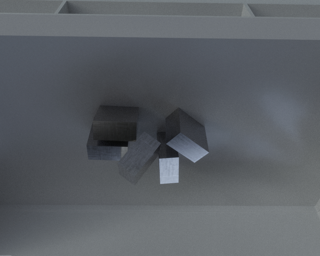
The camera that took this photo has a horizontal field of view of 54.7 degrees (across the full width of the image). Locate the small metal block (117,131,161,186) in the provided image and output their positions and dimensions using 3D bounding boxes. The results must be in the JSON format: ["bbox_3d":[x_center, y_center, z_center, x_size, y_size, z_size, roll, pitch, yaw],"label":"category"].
[{"bbox_3d":[-0.025,0.039,0.382,0.025,0.050,0.050,35,159,10],"label":"small metal block"}]

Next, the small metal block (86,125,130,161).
[{"bbox_3d":[-0.065,0.016,0.405,0.050,0.050,0.025,2,130,-2],"label":"small metal block"}]

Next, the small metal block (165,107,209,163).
[{"bbox_3d":[0.034,0.009,0.400,0.050,0.050,0.025,35,122,-26],"label":"small metal block"}]

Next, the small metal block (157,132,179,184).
[{"bbox_3d":[0.010,0.041,0.426,0.025,0.050,0.050,-4,130,-2],"label":"small metal block"}]

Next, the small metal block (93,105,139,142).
[{"bbox_3d":[-0.053,-0.007,0.383,0.050,0.050,0.025,2,115,-2],"label":"small metal block"}]
